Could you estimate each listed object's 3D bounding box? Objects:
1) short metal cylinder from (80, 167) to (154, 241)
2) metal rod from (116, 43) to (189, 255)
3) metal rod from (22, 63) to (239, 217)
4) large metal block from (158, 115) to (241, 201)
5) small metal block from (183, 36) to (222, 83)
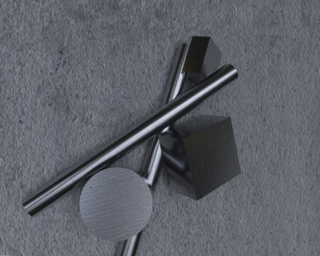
[{"bbox_3d":[-0.048,0.086,0.366,0.080,0.050,0.080,0,84,0],"label":"short metal cylinder"},{"bbox_3d":[-0.004,0.033,0.408,0.025,0.025,0.299,18,84,-19],"label":"metal rod"},{"bbox_3d":[-0.028,0.009,0.382,0.301,0.025,0.025,-34,102,-10],"label":"metal rod"},{"bbox_3d":[0.053,0.034,0.401,0.081,0.050,0.080,-23,107,-31],"label":"large metal block"},{"bbox_3d":[0.058,-0.089,0.419,0.050,0.025,0.050,25,79,-59],"label":"small metal block"}]
